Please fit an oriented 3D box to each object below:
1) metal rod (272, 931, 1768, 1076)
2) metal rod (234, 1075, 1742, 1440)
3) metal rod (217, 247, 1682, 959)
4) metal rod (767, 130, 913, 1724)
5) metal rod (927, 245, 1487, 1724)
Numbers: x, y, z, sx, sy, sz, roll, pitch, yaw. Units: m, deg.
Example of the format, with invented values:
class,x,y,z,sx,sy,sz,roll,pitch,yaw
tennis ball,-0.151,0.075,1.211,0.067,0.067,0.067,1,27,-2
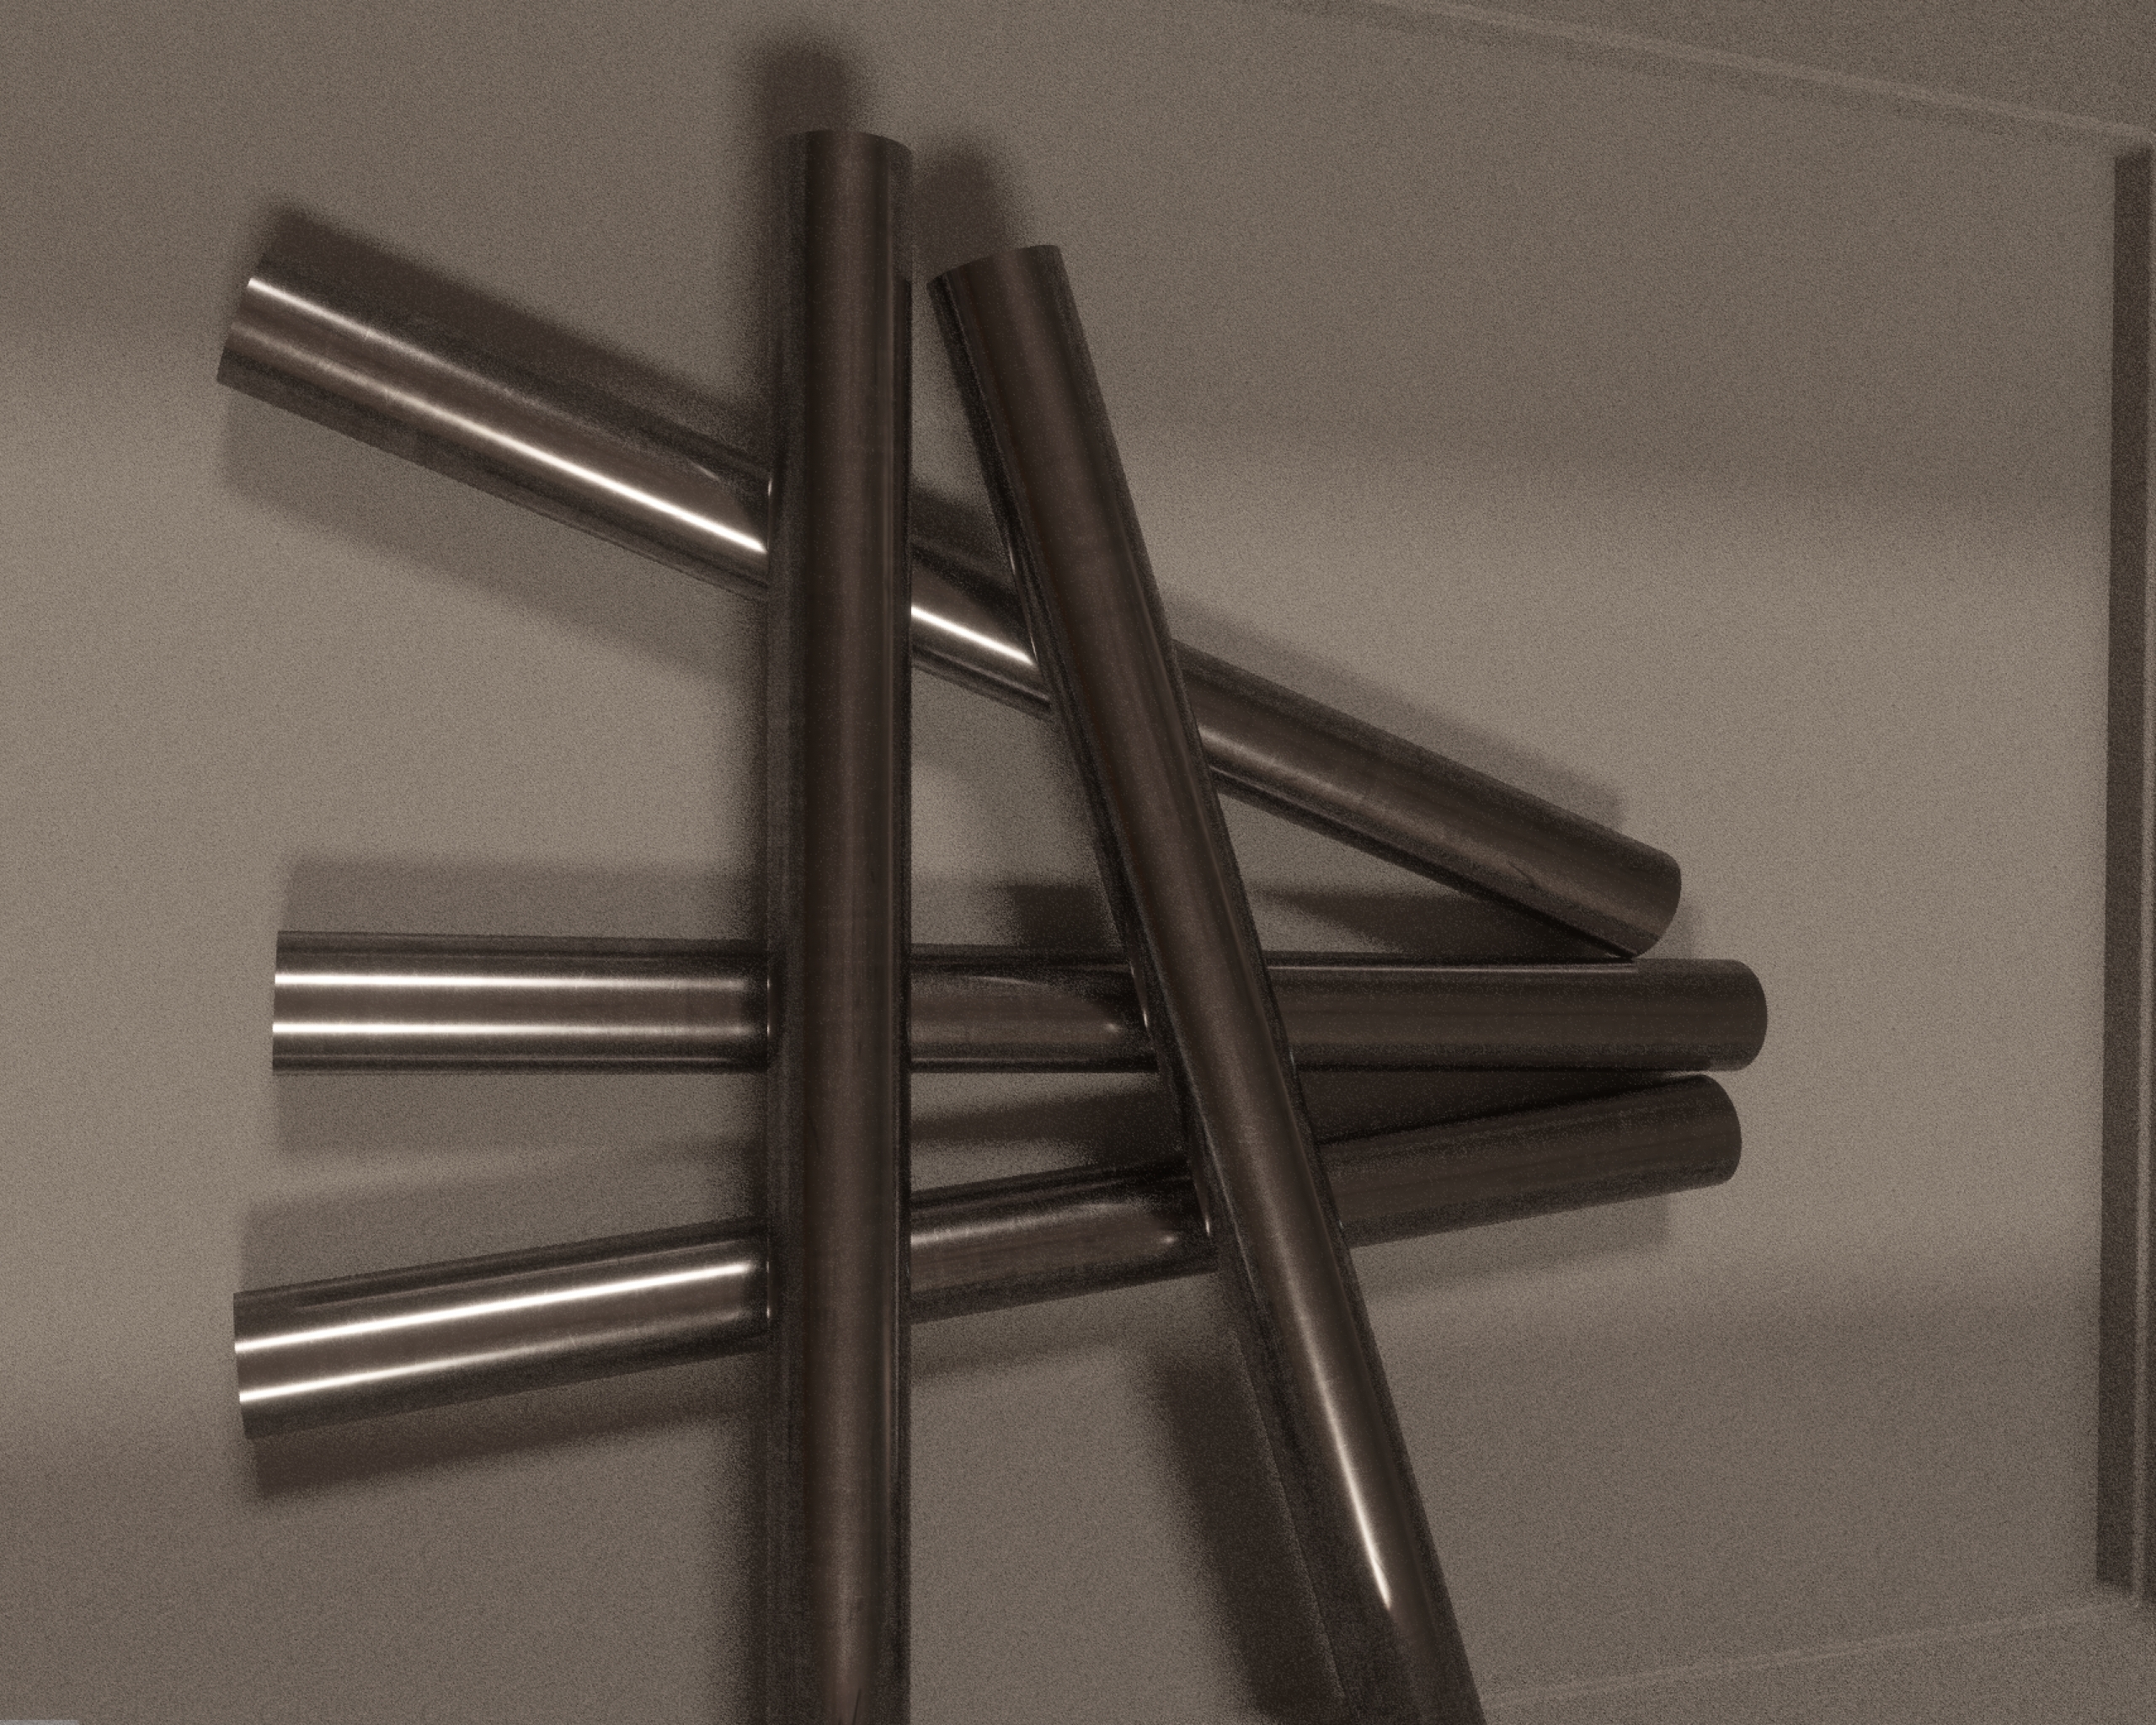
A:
class,x,y,z,sx,sy,sz,roll,pitch,yaw
metal rod,0.004,0.029,0.411,0.303,0.025,0.025,2,90,-21
metal rod,-0.002,0.073,0.409,0.303,0.025,0.025,-5,92,-20
metal rod,-0.009,-0.042,0.406,0.302,0.025,0.025,21,83,-19
metal rod,-0.042,0.025,0.367,0.025,0.025,0.298,0,90,-20
metal rod,0.027,0.035,0.393,0.025,0.025,0.298,-19,97,-19
